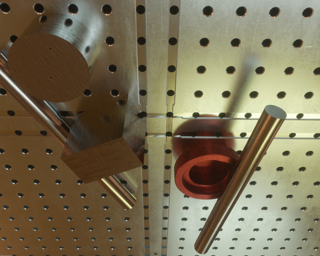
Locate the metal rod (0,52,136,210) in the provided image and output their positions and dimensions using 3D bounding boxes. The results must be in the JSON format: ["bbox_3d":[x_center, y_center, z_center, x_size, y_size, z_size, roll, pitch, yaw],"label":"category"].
[{"bbox_3d":[-0.119,0.024,0.430,0.025,0.025,0.299,-21,127,17],"label":"metal rod"}]

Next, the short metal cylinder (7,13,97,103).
[{"bbox_3d":[-0.111,-0.074,0.331,0.081,0.050,0.079,0,130,0],"label":"short metal cylinder"}]

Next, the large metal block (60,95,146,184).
[{"bbox_3d":[-0.066,0.013,0.386,0.080,0.080,0.050,-19,128,15],"label":"large metal block"}]

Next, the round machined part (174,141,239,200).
[{"bbox_3d":[0.070,0.058,0.450,0.099,0.042,0.097,0,130,0],"label":"round machined part"}]

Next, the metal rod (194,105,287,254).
[{"bbox_3d":[0.099,0.093,0.436,0.025,0.025,0.298,8,130,-7],"label":"metal rod"}]
